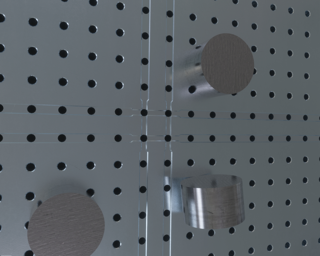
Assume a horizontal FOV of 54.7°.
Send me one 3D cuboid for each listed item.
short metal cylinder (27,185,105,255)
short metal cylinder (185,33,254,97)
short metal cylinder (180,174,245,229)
[{"bbox_3d":[-0.109,0.110,0.359,0.081,0.050,0.079,0,90,-20],"label":"short metal cylinder"},{"bbox_3d":[0.081,-0.084,0.429,0.081,0.050,0.079,0,90,-20],"label":"short metal cylinder"},{"bbox_3d":[0.069,0.094,0.409,0.081,0.080,0.050,-6,92,-20],"label":"short metal cylinder"}]
